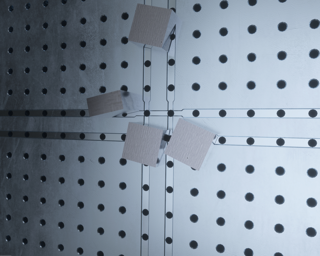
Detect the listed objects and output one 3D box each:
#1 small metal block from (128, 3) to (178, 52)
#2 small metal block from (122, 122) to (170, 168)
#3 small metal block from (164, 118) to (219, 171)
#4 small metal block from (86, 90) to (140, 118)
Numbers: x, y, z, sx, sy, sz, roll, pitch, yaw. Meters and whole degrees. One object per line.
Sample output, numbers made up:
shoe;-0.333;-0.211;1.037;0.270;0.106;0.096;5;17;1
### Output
small metal block;-0.010;-0.134;0.416;0.050;0.025;0.050;18;96;19
small metal block;-0.019;0.022;0.420;0.050;0.025;0.050;13;95;19
small metal block;0.040;0.020;0.399;0.050;0.025;0.050;26;98;18
small metal block;-0.063;-0.031;0.422;0.050;0.050;0.025;-12;86;20
